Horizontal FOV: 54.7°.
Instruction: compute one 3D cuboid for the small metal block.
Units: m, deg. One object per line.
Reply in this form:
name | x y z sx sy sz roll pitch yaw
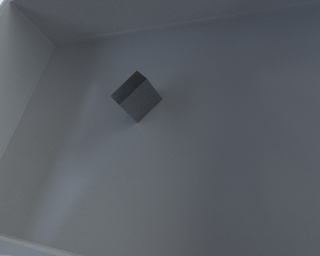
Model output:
small metal block | -0.032 -0.042 0.431 0.050 0.050 0.025 -45 51 -3
